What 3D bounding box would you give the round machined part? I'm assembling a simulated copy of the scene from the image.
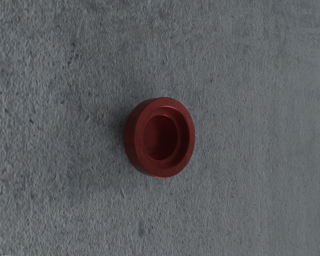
[{"bbox_3d":[-0.005,0.011,0.389,0.099,0.042,0.097,0,90,-40],"label":"round machined part"}]
